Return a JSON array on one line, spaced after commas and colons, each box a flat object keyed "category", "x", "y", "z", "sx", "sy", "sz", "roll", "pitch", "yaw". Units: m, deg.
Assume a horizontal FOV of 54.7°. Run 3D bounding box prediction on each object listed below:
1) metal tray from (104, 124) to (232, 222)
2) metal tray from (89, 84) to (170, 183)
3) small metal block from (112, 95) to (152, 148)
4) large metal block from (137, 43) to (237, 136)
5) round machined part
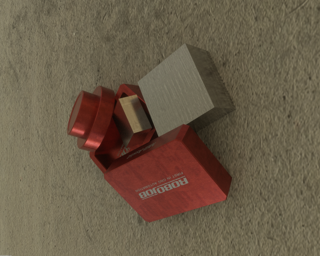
[{"category": "metal tray", "x": 0.006, "y": 0.059, "z": 0.368, "sx": 0.130, "sy": 0.030, "sz": 0.090, "roll": -29, "pitch": 109, "yaw": 37}, {"category": "metal tray", "x": -0.044, "y": 0.015, "z": 0.438, "sx": 0.090, "sy": 0.030, "sz": 0.129, "roll": 42, "pitch": 115, "yaw": 31}, {"category": "small metal block", "x": -0.038, "y": -0.008, "z": 0.408, "sx": 0.050, "sy": 0.025, "sz": 0.050, "roll": 65, "pitch": 153, "yaw": 17}, {"category": "large metal block", "x": 0.030, "y": -0.039, "z": 0.366, "sx": 0.080, "sy": 0.050, "sz": 0.080, "roll": -33, "pitch": 70, "yaw": 35}, {"category": "round machined part", "x": -0.105, "y": -0.017, "z": 0.455, "sx": 0.097, "sy": 0.042, "sz": 0.098, "roll": -45, "pitch": 34, "yaw": 45}]
